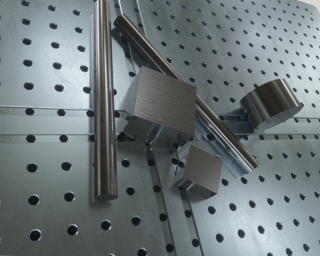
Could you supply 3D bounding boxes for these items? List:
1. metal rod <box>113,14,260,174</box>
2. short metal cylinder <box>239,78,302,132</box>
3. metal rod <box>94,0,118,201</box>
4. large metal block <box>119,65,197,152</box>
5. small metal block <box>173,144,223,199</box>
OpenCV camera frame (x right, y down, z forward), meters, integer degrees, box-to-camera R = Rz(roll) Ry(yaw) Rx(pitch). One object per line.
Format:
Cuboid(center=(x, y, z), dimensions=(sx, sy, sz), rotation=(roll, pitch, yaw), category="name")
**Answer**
Cuboid(center=(0.036, -0.054, 0.462), dimensions=(0.300, 0.025, 0.025), rotation=(49, 51, 6), category="metal rod")
Cuboid(center=(0.174, -0.034, 0.490), dimensions=(0.081, 0.080, 0.050), rotation=(-11, 67, -33), category="short metal cylinder")
Cuboid(center=(-0.073, -0.056, 0.403), dimensions=(0.025, 0.025, 0.299), rotation=(8, 58, -25), category="metal rod")
Cuboid(center=(-0.001, -0.024, 0.408), dimensions=(0.081, 0.050, 0.080), rotation=(19, 54, -18), category="large metal block")
Cuboid(center=(0.051, 0.057, 0.402), dimensions=(0.050, 0.025, 0.050), rotation=(27, 52, -12), category="small metal block")
